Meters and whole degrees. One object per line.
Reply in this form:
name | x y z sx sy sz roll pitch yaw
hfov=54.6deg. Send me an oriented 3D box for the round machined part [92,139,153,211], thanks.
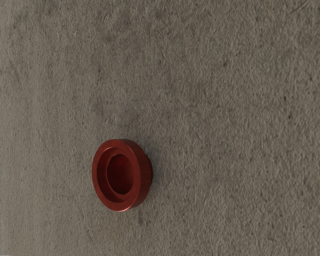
round machined part | -0.048 0.064 0.435 0.098 0.042 0.097 0 90 40
